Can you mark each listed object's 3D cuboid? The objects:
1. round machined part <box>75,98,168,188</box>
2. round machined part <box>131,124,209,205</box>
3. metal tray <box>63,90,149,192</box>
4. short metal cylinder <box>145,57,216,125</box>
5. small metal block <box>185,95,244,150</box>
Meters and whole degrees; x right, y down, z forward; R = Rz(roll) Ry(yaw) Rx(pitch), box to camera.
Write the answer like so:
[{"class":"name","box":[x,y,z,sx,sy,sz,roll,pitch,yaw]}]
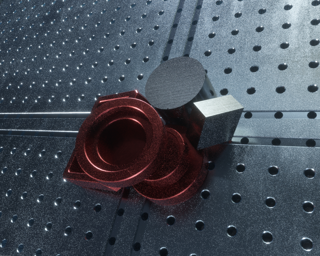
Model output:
[{"class":"round machined part","box":[-0.039,0.019,0.344,0.098,0.042,0.098,-6,62,13]},{"class":"round machined part","box":[0.005,0.038,0.369,0.098,0.042,0.098,-13,56,20]},{"class":"metal tray","box":[-0.071,0.015,0.417,0.090,0.030,0.130,-4,59,43]},{"class":"short metal cylinder","box":[0.028,-0.046,0.404,0.080,0.050,0.080,-13,56,20]},{"class":"small metal block","box":[0.061,-0.006,0.351,0.050,0.050,0.025,-14,47,-24]}]
